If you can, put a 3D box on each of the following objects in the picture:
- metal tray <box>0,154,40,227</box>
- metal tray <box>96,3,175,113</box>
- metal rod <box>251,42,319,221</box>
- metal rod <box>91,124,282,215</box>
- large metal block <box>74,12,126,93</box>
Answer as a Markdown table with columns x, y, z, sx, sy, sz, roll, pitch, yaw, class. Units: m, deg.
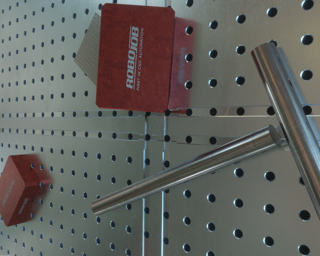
| x | y | z | sx | sy | sz | roll | pitch | yaw | class |
| --- | --- | --- | --- | --- | --- | --- | --- | --- | --- |
| -0.306 | 0.131 | 0.654 | 0.090 | 0.030 | 0.129 | 47 | 117 | 29 | metal tray |
| -0.031 | -0.087 | 0.397 | 0.091 | 0.030 | 0.129 | 4 | 94 | 0 | metal tray |
| 0.149 | 0.057 | 0.285 | 0.025 | 0.025 | 0.299 | -28 | 73 | 36 | metal rod |
| 0.009 | 0.066 | 0.399 | 0.299 | 0.025 | 0.025 | -29 | 72 | 36 | metal rod |
| -0.070 | -0.107 | 0.448 | 0.080 | 0.050 | 0.080 | 47 | 118 | 29 | large metal block |
